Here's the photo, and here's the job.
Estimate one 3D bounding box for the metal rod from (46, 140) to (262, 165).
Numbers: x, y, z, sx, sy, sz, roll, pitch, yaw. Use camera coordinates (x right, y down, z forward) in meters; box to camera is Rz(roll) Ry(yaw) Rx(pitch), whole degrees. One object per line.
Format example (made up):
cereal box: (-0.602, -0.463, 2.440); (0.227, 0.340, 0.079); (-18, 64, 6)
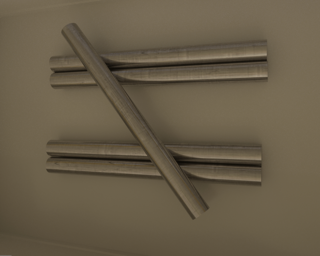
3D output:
metal rod: (-0.021, 0.031, 0.416); (0.301, 0.025, 0.025); (0, 90, 19)

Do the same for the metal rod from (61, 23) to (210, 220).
metal rod: (-0.038, -0.017, 0.396); (0.025, 0.025, 0.299); (-40, 78, 16)

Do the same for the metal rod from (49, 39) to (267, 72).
metal rod: (-0.016, -0.093, 0.414); (0.301, 0.025, 0.025); (1, 90, 19)

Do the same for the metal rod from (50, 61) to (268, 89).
metal rod: (-0.015, -0.069, 0.414); (0.301, 0.025, 0.025); (1, 90, 19)

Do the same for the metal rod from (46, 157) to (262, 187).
metal rod: (-0.022, 0.056, 0.416); (0.301, 0.025, 0.025); (0, 90, 19)
